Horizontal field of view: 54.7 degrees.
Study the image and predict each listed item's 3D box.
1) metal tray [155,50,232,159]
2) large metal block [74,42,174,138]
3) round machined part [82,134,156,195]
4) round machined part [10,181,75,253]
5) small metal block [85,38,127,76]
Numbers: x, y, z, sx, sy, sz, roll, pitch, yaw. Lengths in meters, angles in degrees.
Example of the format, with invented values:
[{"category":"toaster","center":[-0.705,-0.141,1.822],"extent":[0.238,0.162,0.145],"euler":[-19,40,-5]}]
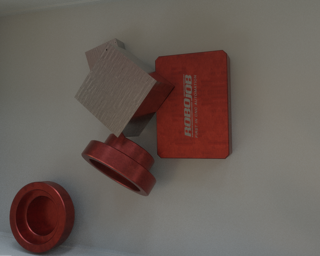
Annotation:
[{"category":"metal tray","center":[0.043,-0.027,0.392],"extent":[0.090,0.030,0.129],"euler":[-1,90,19]},{"category":"large metal block","center":[-0.044,-0.045,0.382],"extent":[0.080,0.050,0.080],"euler":[41,106,19]},{"category":"round machined part","center":[-0.046,0.043,0.394],"extent":[0.098,0.098,0.042],"euler":[26,70,18]},{"category":"round machined part","center":[-0.166,0.127,0.455],"extent":[0.098,0.042,0.097],"euler":[-2,83,20]},{"category":"small metal block","center":[-0.071,-0.090,0.434],"extent":[0.050,0.025,0.050],"euler":[-19,84,18]}]
